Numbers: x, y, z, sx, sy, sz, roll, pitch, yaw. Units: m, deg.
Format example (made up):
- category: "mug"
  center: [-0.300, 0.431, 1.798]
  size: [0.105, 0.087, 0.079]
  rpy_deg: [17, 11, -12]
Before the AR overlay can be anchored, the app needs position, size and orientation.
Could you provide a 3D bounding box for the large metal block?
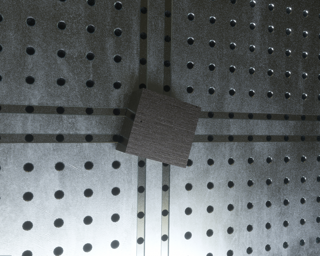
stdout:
- category: "large metal block"
  center: [-0.002, 0.001, 0.399]
  size: [0.081, 0.050, 0.080]
  rpy_deg: [17, 84, -20]
